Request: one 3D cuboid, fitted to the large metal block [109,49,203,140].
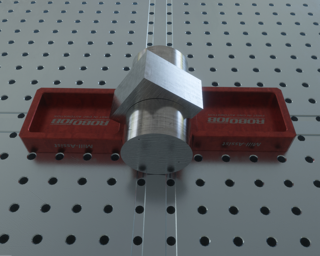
[{"bbox_3d":[-0.005,-0.036,0.383,0.080,0.080,0.050,25,45,-24],"label":"large metal block"}]

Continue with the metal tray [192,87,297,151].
[{"bbox_3d":[0.103,-0.014,0.416,0.131,0.030,0.090,1,50,0],"label":"metal tray"}]

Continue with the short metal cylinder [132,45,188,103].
[{"bbox_3d":[0.000,-0.065,0.426,0.080,0.080,0.050,1,50,1],"label":"short metal cylinder"}]

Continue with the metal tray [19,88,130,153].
[{"bbox_3d":[-0.106,-0.012,0.413,0.131,0.030,0.090,1,50,0],"label":"metal tray"}]

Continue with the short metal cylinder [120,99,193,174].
[{"bbox_3d":[-0.003,0.012,0.361,0.080,0.080,0.050,1,50,1],"label":"short metal cylinder"}]
